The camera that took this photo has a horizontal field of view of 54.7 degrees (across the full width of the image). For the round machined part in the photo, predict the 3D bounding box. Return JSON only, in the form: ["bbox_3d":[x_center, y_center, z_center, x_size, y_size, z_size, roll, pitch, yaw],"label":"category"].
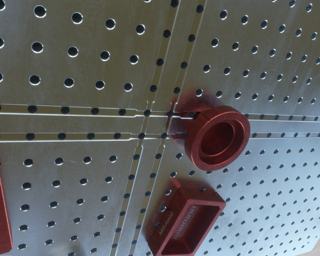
[{"bbox_3d":[0.078,0.011,0.450,0.099,0.042,0.097,-14,124,-21],"label":"round machined part"}]

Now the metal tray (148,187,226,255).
[{"bbox_3d":[0.046,0.167,0.536,0.091,0.030,0.129,15,111,-34],"label":"metal tray"}]

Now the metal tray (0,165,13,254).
[{"bbox_3d":[-0.222,0.095,0.346,0.091,0.030,0.129,-8,122,-25],"label":"metal tray"}]
